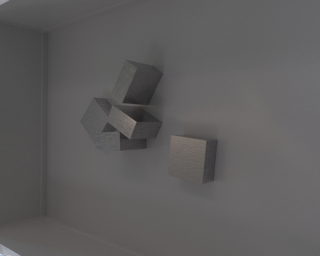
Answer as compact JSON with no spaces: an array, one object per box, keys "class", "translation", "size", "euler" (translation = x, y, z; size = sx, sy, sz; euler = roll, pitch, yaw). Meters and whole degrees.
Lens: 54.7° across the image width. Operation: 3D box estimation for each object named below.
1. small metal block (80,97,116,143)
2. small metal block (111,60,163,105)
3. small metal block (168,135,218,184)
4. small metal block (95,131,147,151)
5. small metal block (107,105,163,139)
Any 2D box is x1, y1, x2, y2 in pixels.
[{"class":"small metal block","translation":[-0.093,-0.012,0.484],"size":[0.050,0.025,0.050],"euler":[50,119,28]},{"class":"small metal block","translation":[-0.030,-0.060,0.416],"size":[0.025,0.050,0.050],"euler":[40,115,32]},{"class":"small metal block","translation":[0.039,0.036,0.375],"size":[0.050,0.025,0.050],"euler":[8,95,39]},{"class":"small metal block","translation":[-0.055,0.018,0.436],"size":[0.050,0.050,0.025],"euler":[-3,88,40]},{"class":"small metal block","translation":[-0.034,-0.008,0.419],"size":[0.050,0.050,0.025],"euler":[35,112,34]}]
